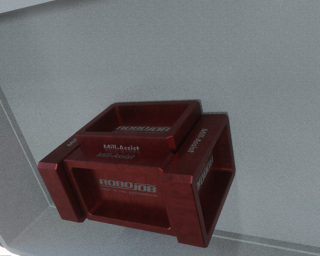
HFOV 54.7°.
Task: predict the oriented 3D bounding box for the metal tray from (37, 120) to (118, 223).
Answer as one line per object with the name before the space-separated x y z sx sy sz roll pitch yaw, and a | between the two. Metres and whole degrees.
metal tray | -0.093 0.050 0.419 0.030 0.131 0.089 1 119 28

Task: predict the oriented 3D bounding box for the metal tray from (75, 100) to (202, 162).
metal tray | -0.024 0.000 0.376 0.130 0.090 0.030 1 119 28

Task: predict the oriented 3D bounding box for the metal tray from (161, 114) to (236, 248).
metal tray | 0.050 0.051 0.343 0.030 0.131 0.089 1 119 28

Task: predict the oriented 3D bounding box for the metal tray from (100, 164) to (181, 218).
metal tray | -0.005 0.079 0.414 0.130 0.090 0.030 0 118 28

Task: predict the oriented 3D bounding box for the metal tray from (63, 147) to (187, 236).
metal tray | -0.039 0.069 0.350 0.130 0.030 0.089 1 119 27
